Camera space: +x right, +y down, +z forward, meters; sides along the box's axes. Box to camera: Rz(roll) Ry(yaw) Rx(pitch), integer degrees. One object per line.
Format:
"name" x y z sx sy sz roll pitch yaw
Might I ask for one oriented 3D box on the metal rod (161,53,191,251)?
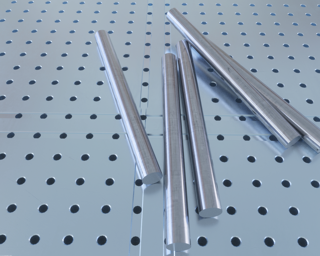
"metal rod" 0.016 0.004 0.404 0.025 0.025 0.300 0 50 -1

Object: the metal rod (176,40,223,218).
"metal rod" 0.047 -0.024 0.428 0.025 0.025 0.300 -2 50 -2

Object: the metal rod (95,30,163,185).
"metal rod" -0.055 -0.051 0.449 0.025 0.025 0.299 -14 52 -12

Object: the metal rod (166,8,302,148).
"metal rod" 0.096 -0.090 0.467 0.025 0.025 0.300 -24 59 -19

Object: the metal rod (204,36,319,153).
"metal rod" 0.129 -0.075 0.472 0.025 0.025 0.300 -26 55 -20
